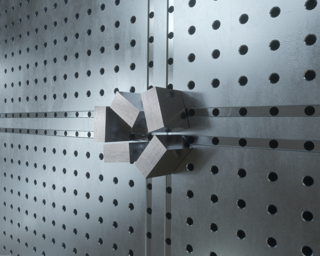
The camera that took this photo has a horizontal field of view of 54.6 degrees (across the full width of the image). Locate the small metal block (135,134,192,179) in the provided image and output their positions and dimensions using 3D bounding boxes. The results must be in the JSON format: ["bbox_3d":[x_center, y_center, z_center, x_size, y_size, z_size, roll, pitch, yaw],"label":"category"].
[{"bbox_3d":[0.004,0.035,0.390,0.025,0.050,0.050,50,120,29],"label":"small metal block"}]

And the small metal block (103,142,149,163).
[{"bbox_3d":[-0.042,0.033,0.428,0.050,0.050,0.025,-6,86,40],"label":"small metal block"}]

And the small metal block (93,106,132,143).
[{"bbox_3d":[-0.068,-0.006,0.450,0.025,0.050,0.050,5,94,40],"label":"small metal block"}]

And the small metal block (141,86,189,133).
[{"bbox_3d":[0.007,-0.022,0.388,0.025,0.050,0.050,-21,76,38],"label":"small metal block"}]

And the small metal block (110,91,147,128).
[{"bbox_3d":[-0.030,-0.025,0.419,0.050,0.050,0.025,41,116,32],"label":"small metal block"}]
